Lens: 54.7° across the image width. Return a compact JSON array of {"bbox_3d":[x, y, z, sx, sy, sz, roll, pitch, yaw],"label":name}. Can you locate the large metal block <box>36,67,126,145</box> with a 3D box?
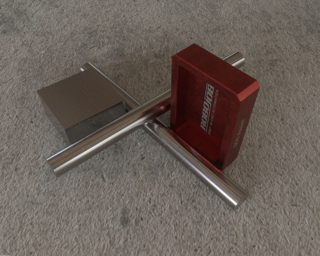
[{"bbox_3d":[-0.100,-0.025,0.407,0.081,0.050,0.080,-30,56,-23],"label":"large metal block"}]

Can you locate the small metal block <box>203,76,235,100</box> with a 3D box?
[{"bbox_3d":[0.083,-0.054,0.451,0.050,0.025,0.050,-29,56,-22],"label":"small metal block"}]

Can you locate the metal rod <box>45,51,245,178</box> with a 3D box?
[{"bbox_3d":[-0.001,-0.029,0.396,0.302,0.025,0.025,-32,57,-25],"label":"metal rod"}]

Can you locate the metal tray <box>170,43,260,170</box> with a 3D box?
[{"bbox_3d":[0.054,-0.019,0.352,0.030,0.129,0.090,-36,59,-25],"label":"metal tray"}]

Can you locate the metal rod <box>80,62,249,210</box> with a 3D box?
[{"bbox_3d":[-0.012,-0.005,0.409,0.025,0.025,0.300,-35,58,-26],"label":"metal rod"}]
